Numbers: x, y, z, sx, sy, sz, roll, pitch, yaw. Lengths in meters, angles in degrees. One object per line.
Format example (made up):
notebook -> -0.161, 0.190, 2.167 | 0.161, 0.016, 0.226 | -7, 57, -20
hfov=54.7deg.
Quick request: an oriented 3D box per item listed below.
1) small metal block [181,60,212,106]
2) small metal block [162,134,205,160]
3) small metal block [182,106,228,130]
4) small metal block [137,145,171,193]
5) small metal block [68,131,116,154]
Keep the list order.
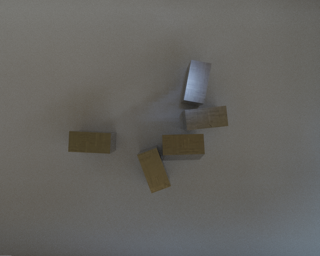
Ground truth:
small metal block -> 0.046, -0.056, 0.400 | 0.025, 0.050, 0.050 | 10, 90, 0
small metal block -> 0.028, 0.026, 0.397 | 0.050, 0.050, 0.025 | -2, 76, -1
small metal block -> 0.056, -0.012, 0.400 | 0.050, 0.050, 0.025 | -6, 90, -1
small metal block -> -0.007, 0.051, 0.399 | 0.025, 0.050, 0.050 | -20, 90, 0
small metal block -> -0.085, 0.017, 0.398 | 0.050, 0.050, 0.025 | 3, 90, -1
